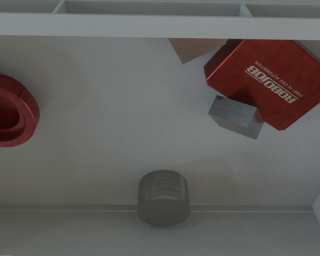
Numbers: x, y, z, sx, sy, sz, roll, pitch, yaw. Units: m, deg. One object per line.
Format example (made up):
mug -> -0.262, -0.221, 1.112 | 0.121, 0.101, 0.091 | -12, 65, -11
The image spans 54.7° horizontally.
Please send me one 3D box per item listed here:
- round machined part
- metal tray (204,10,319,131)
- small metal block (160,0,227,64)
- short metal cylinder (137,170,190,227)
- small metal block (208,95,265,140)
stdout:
round machined part -> -0.195, -0.026, 0.373 | 0.099, 0.042, 0.097 | -1, 130, 0
metal tray -> 0.128, -0.059, 0.357 | 0.131, 0.030, 0.090 | 28, 124, -23
small metal block -> 0.035, -0.103, 0.322 | 0.050, 0.025, 0.050 | -23, 127, 18
short metal cylinder -> 0.005, 0.112, 0.488 | 0.081, 0.050, 0.079 | 0, 130, 0
small metal block -> 0.092, -0.012, 0.371 | 0.050, 0.025, 0.050 | 23, 174, 32
